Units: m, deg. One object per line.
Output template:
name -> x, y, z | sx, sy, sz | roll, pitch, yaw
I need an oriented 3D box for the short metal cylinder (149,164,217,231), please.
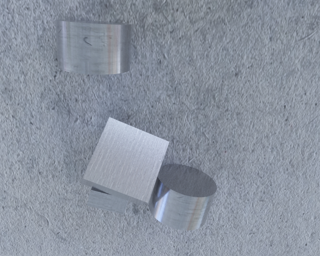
short metal cylinder -> 0.030, 0.090, 0.414 | 0.081, 0.080, 0.050 | 12, 110, -5

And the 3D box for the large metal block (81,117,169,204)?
large metal block -> -0.044, 0.044, 0.391 | 0.080, 0.050, 0.080 | 23, 68, -8

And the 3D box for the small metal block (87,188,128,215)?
small metal block -> -0.068, 0.089, 0.428 | 0.050, 0.050, 0.025 | 16, 110, -6

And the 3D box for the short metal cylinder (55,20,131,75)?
short metal cylinder -> -0.073, -0.092, 0.346 | 0.081, 0.080, 0.050 | 3, 110, -2
